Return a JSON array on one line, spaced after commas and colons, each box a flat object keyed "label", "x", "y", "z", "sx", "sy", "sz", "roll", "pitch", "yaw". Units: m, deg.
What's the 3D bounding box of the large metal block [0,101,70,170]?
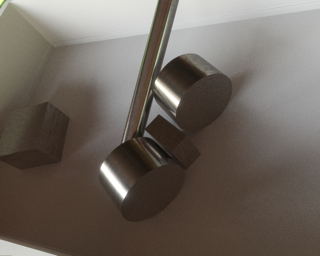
[{"label": "large metal block", "x": -0.196, "y": 0.013, "z": 0.482, "sx": 0.080, "sy": 0.050, "sz": 0.080, "roll": -12, "pitch": 57, "yaw": 21}]

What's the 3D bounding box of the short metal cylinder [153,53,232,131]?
[{"label": "short metal cylinder", "x": 0.039, "y": -0.043, "z": 0.375, "sx": 0.080, "sy": 0.080, "sz": 0.050, "roll": -41, "pitch": 51, "yaw": 0}]

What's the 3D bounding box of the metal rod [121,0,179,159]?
[{"label": "metal rod", "x": -0.011, "y": -0.074, "z": 0.382, "sx": 0.025, "sy": 0.025, "sz": 0.298, "roll": 17, "pitch": 94, "yaw": 34}]

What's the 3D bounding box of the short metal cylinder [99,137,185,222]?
[{"label": "short metal cylinder", "x": -0.020, "y": 0.057, "z": 0.345, "sx": 0.080, "sy": 0.080, "sz": 0.050, "roll": -44, "pitch": 51, "yaw": -3}]

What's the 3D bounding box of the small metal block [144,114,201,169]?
[{"label": "small metal block", "x": 0.016, "y": 0.017, "z": 0.370, "sx": 0.025, "sy": 0.050, "sz": 0.050, "roll": -47, "pitch": 52, "yaw": -5}]
